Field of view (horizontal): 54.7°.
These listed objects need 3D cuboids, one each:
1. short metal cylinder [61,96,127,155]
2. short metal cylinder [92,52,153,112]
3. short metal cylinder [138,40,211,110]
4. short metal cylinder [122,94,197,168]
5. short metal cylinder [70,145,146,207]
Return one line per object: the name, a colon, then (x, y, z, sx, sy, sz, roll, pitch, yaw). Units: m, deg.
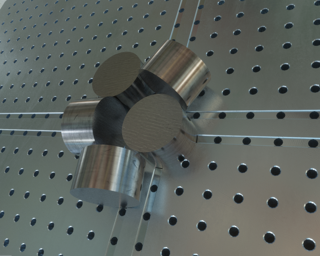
short metal cylinder: (-0.086, -0.001, 0.420, 0.050, 0.080, 0.080, -2, 61, 27)
short metal cylinder: (-0.052, -0.065, 0.459, 0.080, 0.050, 0.080, -14, 56, 22)
short metal cylinder: (0.019, -0.068, 0.405, 0.080, 0.080, 0.050, 32, 79, 38)
short metal cylinder: (0.000, 0.004, 0.390, 0.080, 0.050, 0.080, -13, 57, 21)
short metal cylinder: (-0.060, 0.059, 0.367, 0.080, 0.080, 0.050, -6, 60, 25)
